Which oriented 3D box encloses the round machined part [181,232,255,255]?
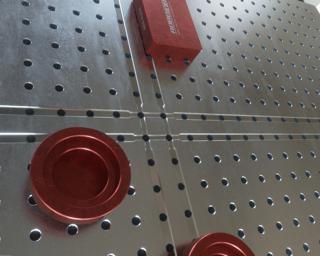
[{"bbox_3d":[0.060,0.166,0.330,0.099,0.042,0.098,14,56,-21],"label":"round machined part"}]

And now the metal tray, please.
[{"bbox_3d":[0.011,-0.176,0.520,0.091,0.030,0.130,1,61,-28],"label":"metal tray"}]

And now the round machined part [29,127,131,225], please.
[{"bbox_3d":[-0.084,0.051,0.322,0.099,0.042,0.098,14,56,-21],"label":"round machined part"}]
